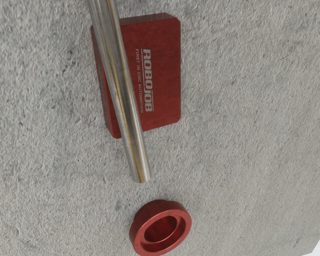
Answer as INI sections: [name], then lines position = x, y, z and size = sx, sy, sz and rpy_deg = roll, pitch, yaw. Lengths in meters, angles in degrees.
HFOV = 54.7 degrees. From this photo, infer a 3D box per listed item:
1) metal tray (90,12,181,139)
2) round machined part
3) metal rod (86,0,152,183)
[metal tray]
position = -0.023, -0.058, 0.356
size = 0.091, 0.030, 0.129
rpy_deg = -16, 125, -20
[round machined part]
position = -0.003, 0.153, 0.489
size = 0.099, 0.042, 0.097
rpy_deg = -14, 124, -21
[metal rod]
position = -0.043, -0.060, 0.306
size = 0.025, 0.025, 0.298
rpy_deg = -21, 127, -16
